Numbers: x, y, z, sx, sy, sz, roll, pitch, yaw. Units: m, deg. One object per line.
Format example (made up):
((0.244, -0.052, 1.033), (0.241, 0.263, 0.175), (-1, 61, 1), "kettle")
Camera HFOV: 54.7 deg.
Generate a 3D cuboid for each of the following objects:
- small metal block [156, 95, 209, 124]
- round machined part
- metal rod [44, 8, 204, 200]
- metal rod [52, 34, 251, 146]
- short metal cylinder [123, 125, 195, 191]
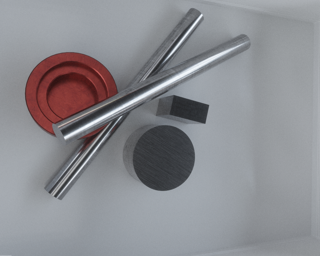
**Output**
((0.029, -0.023, 0.409), (0.050, 0.050, 0.025), (13, 86, -20), "small metal block")
((-0.101, -0.034, 0.360), (0.099, 0.042, 0.097), (2, 82, -18), "round machined part")
((-0.038, -0.039, 0.397), (0.025, 0.025, 0.300), (41, 77, -16), "metal rod")
((0.012, -0.060, 0.382), (0.302, 0.025, 0.025), (-31, 101, -31), "metal rod")
((-0.003, 0.036, 0.397), (0.081, 0.050, 0.079), (0, 90, -20), "short metal cylinder")
